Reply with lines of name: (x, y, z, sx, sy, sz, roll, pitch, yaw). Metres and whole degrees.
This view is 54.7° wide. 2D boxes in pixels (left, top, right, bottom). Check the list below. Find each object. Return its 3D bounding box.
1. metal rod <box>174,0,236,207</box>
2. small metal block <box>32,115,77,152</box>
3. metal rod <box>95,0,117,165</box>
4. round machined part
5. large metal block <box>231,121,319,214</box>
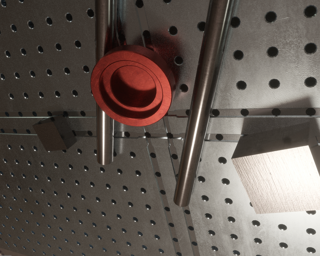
metal rod: (0.048, -0.015, 0.375, 0.025, 0.025, 0.298, 19, 126, 17)
small metal block: (-0.171, 0.009, 0.505, 0.050, 0.025, 0.050, -7, 115, 31)
metal rod: (-0.070, -0.073, 0.401, 0.025, 0.025, 0.298, 19, 126, 17)
round machined part: (-0.029, -0.054, 0.373, 0.098, 0.042, 0.097, 7, 125, 11)
large metal block: (0.139, 0.047, 0.351, 0.080, 0.050, 0.080, -15, 111, 34)
